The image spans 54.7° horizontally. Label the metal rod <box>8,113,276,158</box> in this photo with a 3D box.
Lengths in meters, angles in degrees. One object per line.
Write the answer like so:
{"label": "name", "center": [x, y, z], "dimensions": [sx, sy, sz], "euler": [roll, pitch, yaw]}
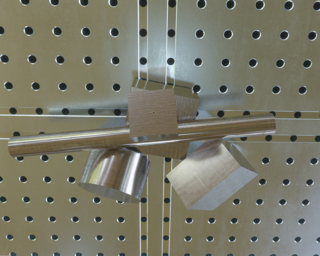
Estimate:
{"label": "metal rod", "center": [-0.022, 0.009, 0.359], "dimensions": [0.302, 0.025, 0.025], "euler": [-5, 110, 2]}

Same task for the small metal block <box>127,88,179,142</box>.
{"label": "small metal block", "center": [-0.007, -0.013, 0.338], "dimensions": [0.050, 0.025, 0.050], "euler": [-5, 75, 2]}

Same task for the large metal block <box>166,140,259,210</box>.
{"label": "large metal block", "center": [0.069, 0.060, 0.396], "dimensions": [0.080, 0.050, 0.080], "euler": [-43, 149, 14]}

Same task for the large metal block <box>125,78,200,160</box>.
{"label": "large metal block", "center": [-0.001, -0.012, 0.392], "dimensions": [0.081, 0.050, 0.079], "euler": [10, 110, -4]}

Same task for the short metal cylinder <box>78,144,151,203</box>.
{"label": "short metal cylinder", "center": [-0.057, 0.060, 0.395], "dimensions": [0.080, 0.080, 0.050], "euler": [18, 66, -7]}
